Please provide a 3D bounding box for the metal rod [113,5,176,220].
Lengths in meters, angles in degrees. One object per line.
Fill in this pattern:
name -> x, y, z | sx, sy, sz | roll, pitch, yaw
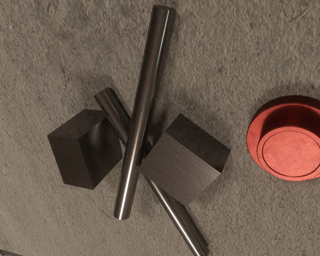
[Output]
metal rod -> -0.026, 0.001, 0.395 | 0.025, 0.025, 0.298 | 22, 119, 15

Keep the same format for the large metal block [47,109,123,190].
large metal block -> -0.102, 0.028, 0.440 | 0.050, 0.080, 0.079 | 6, 121, 25

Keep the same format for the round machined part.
round machined part -> 0.142, 0.018, 0.332 | 0.098, 0.042, 0.097 | 13, 124, 20

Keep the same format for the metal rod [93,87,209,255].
metal rod -> -0.006, 0.076, 0.455 | 0.025, 0.025, 0.299 | -20, 108, 35

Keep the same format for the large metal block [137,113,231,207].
large metal block -> 0.030, 0.042, 0.399 | 0.080, 0.050, 0.080 | 37, 129, 3
